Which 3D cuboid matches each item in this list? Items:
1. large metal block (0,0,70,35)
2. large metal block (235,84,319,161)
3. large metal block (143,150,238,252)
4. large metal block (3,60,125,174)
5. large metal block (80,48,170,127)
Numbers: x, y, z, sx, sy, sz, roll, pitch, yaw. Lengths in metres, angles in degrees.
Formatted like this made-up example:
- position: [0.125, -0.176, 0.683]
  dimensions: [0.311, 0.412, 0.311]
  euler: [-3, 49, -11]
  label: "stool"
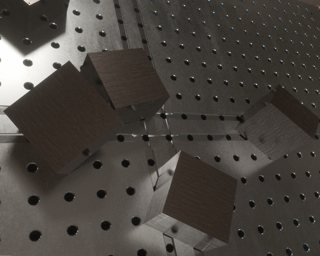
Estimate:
- position: [-0.177, -0.183, 0.409]
  dimensions: [0.080, 0.050, 0.080]
  euler: [39, 51, -2]
  label: "large metal block"
- position: [0.179, -0.006, 0.475]
  dimensions: [0.080, 0.080, 0.050]
  euler: [40, 51, -2]
  label: "large metal block"
- position: [0.038, 0.086, 0.362]
  dimensions: [0.080, 0.050, 0.080]
  euler: [29, 52, -11]
  label: "large metal block"
- position: [-0.096, -0.009, 0.325]
  dimensions: [0.080, 0.050, 0.080]
  euler: [-41, 85, -9]
  label: "large metal block"
- position: [-0.047, -0.053, 0.399]
  dimensions: [0.081, 0.050, 0.080]
  euler: [-16, 70, -36]
  label: "large metal block"
